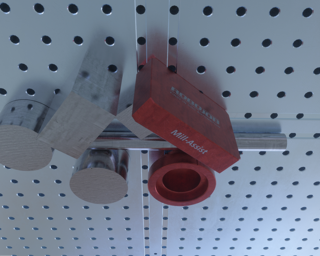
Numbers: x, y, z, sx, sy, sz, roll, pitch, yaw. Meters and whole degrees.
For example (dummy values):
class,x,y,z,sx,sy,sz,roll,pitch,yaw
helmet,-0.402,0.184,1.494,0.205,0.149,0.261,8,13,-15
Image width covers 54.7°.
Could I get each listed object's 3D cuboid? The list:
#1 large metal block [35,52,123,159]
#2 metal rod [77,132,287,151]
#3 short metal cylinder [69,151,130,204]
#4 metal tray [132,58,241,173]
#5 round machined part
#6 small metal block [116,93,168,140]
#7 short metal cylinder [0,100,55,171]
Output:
class,x,y,z,sx,sy,sz,roll,pitch,yaw
large metal block,-0.089,-0.025,0.353,0.050,0.080,0.080,31,123,-24
metal rod,0.020,0.018,0.427,0.302,0.025,0.025,1,130,-1
short metal cylinder,-0.085,0.066,0.450,0.081,0.050,0.079,0,130,0
metal tray,0.031,-0.014,0.356,0.130,0.090,0.030,33,123,-25
round machined part,0.032,0.070,0.460,0.099,0.042,0.097,0,130,0
small metal block,-0.021,-0.019,0.395,0.050,0.025,0.050,-32,124,24
short metal cylinder,-0.174,0.010,0.402,0.081,0.050,0.079,0,130,0
